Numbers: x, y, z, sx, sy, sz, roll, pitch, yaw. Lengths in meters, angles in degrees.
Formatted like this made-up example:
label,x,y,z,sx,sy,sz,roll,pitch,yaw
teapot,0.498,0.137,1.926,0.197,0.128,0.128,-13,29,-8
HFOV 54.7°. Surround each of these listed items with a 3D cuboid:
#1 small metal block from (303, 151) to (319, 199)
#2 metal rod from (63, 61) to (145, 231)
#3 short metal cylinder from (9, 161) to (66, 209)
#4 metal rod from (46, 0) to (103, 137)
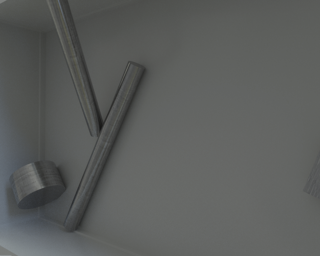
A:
label,x,y,z,sx,sy,sz,roll,pitch,yaw
small metal block,0.163,0.043,0.272,0.050,0.025,0.050,26,106,36
metal rod,-0.092,0.039,0.480,0.025,0.025,0.298,38,113,33
short metal cylinder,-0.215,0.100,0.545,0.080,0.081,0.050,-45,63,30
metal rod,-0.118,-0.114,0.403,0.025,0.025,0.298,23,136,37
